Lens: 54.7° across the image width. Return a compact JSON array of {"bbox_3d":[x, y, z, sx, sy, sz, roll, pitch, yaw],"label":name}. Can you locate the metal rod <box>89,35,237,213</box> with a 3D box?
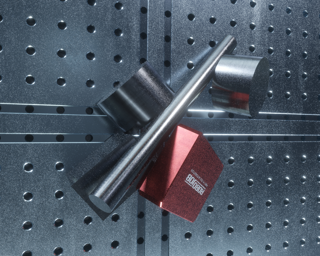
[{"bbox_3d":[0.023,-0.028,0.365,0.025,0.025,0.301,49,54,-14],"label":"metal rod"}]

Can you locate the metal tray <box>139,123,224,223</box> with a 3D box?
[{"bbox_3d":[0.033,0.061,0.381,0.090,0.030,0.130,-59,149,-10],"label":"metal tray"}]

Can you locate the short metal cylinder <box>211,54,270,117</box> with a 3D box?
[{"bbox_3d":[0.111,-0.058,0.420,0.081,0.050,0.079,-29,126,-50],"label":"short metal cylinder"}]

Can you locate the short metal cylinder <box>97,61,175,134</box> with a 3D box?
[{"bbox_3d":[-0.029,-0.036,0.373,0.080,0.080,0.050,-45,105,-15],"label":"short metal cylinder"}]

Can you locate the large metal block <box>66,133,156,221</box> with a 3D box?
[{"bbox_3d":[-0.058,0.051,0.362,0.080,0.080,0.050,-41,104,-15],"label":"large metal block"}]
